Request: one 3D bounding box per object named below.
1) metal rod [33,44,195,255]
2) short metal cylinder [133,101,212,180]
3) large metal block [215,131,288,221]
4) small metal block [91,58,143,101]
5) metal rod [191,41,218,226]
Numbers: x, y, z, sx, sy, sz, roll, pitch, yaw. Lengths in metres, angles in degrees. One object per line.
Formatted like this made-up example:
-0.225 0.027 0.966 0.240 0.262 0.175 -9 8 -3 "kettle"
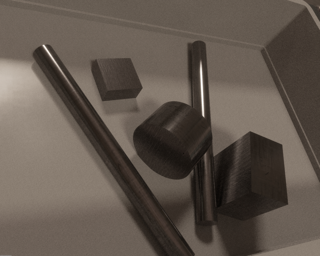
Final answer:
-0.059 0.024 0.359 0.025 0.025 0.299 -28 78 -38 "metal rod"
0.015 0.015 0.371 0.080 0.080 0.050 44 51 2 "short metal cylinder"
0.110 0.063 0.393 0.050 0.080 0.080 21 54 -16 "large metal block"
-0.058 -0.066 0.416 0.050 0.025 0.050 -10 67 -33 "small metal block"
0.061 -0.013 0.448 0.025 0.025 0.299 15 55 -20 "metal rod"
